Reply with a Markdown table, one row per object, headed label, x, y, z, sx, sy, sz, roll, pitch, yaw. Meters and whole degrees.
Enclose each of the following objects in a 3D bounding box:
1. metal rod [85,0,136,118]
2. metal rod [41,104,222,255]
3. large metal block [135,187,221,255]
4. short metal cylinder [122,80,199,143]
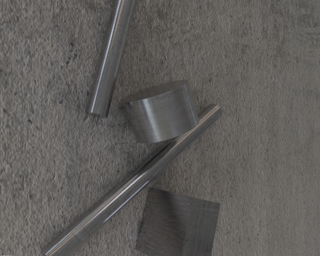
| label | x | y | z | sx | sy | sz | roll | pitch | yaw |
| --- | --- | --- | --- | --- | --- | --- | --- | --- | --- |
| metal rod | -0.040 | -0.158 | 0.370 | 0.025 | 0.025 | 0.299 | 20 | 77 | -38 |
| metal rod | -0.013 | 0.053 | 0.393 | 0.302 | 0.025 | 0.025 | -39 | 114 | -33 |
| large metal block | 0.021 | 0.123 | 0.387 | 0.050 | 0.080 | 0.080 | 22 | 77 | -38 |
| short metal cylinder | 0.001 | -0.021 | 0.370 | 0.081 | 0.080 | 0.050 | -29 | 109 | -36 |
